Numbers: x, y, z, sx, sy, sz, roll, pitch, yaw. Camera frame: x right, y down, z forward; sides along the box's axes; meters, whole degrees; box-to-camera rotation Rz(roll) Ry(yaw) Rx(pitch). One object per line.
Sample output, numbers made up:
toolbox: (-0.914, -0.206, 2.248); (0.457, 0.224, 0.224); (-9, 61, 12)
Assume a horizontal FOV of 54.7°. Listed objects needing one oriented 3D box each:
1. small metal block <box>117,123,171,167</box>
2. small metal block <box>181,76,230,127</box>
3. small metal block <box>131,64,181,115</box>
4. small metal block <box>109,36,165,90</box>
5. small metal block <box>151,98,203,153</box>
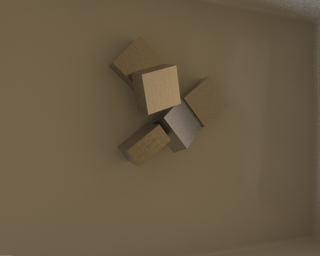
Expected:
small metal block: (-0.021, 0.020, 0.390); (0.050, 0.050, 0.025); (-40, 105, -15)
small metal block: (0.060, -0.036, 0.434); (0.050, 0.025, 0.050); (-41, 103, -16)
small metal block: (-0.004, -0.049, 0.386); (0.050, 0.025, 0.050); (-21, 115, -29)
small metal block: (-0.029, -0.081, 0.401); (0.050, 0.025, 0.050); (45, 76, -15)
small metal block: (0.024, -0.004, 0.410); (0.050, 0.025, 0.050); (53, 47, -13)
